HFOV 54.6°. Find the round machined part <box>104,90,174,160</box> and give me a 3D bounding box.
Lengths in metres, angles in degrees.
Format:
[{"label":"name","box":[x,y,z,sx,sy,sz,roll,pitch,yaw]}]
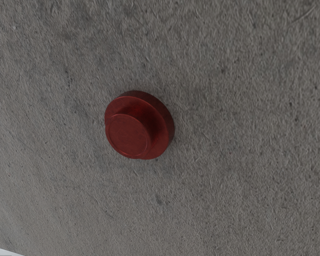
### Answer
[{"label":"round machined part","box":[-0.034,0.002,0.416,0.098,0.042,0.097,13,124,21]}]
